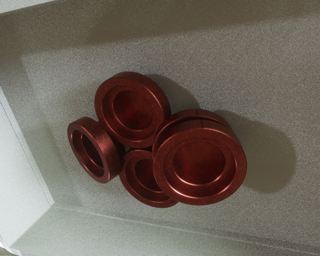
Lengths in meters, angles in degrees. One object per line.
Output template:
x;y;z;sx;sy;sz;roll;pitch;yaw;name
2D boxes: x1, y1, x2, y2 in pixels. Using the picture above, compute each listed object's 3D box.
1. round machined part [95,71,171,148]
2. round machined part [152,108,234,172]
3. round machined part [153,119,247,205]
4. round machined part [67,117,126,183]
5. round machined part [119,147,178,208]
-0.030;-0.026;0.395;0.098;0.042;0.097;13;124;21;round machined part
0.041;0.021;0.373;0.099;0.042;0.097;1;116;3;round machined part
0.043;0.034;0.344;0.099;0.042;0.097;1;116;3;round machined part
-0.087;0.027;0.445;0.098;0.042;0.097;31;138;34;round machined part
-0.006;0.061;0.436;0.098;0.042;0.097;13;124;21;round machined part
